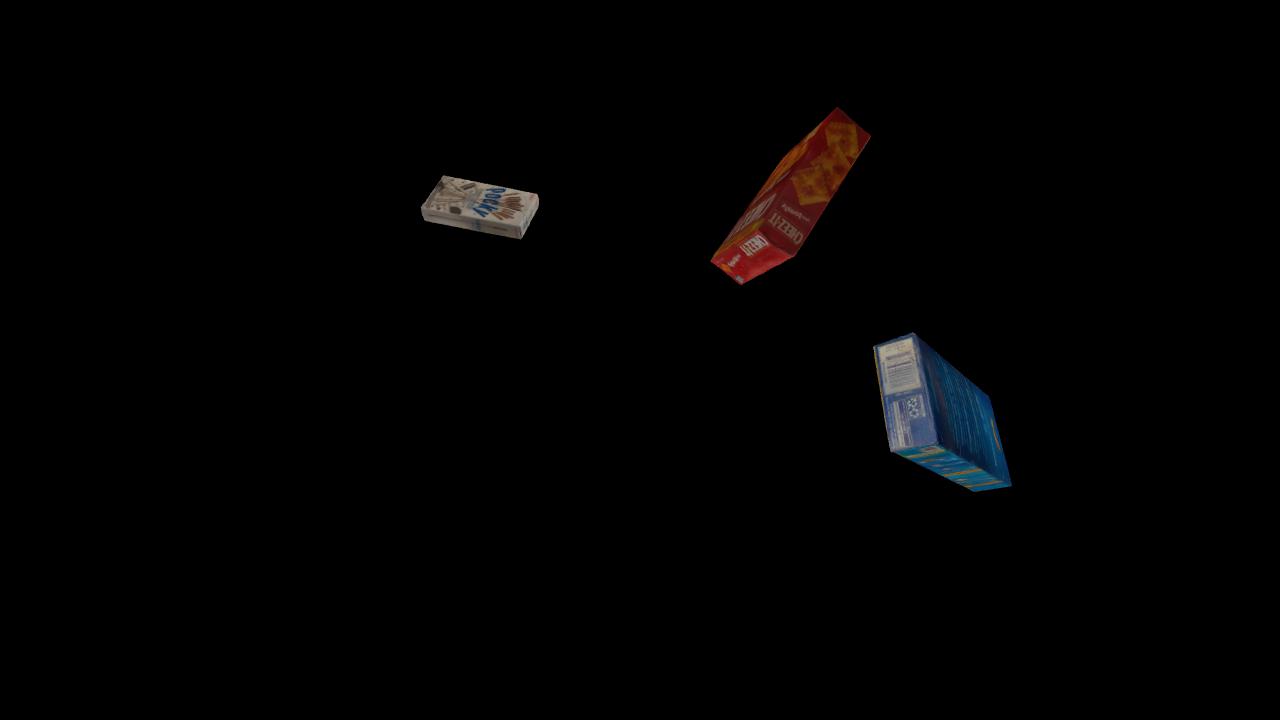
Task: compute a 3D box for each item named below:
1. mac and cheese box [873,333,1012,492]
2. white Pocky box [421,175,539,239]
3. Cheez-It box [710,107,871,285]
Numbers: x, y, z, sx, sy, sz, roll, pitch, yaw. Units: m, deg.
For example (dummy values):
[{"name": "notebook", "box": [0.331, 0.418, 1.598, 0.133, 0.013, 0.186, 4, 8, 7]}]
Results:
[{"name": "mac and cheese box", "box": [0.263, 0.051, 0.528, 0.041, 0.093, 0.184, -23, -34, 38]}, {"name": "white Pocky box", "box": [-0.238, -0.229, 0.921, 0.154, 0.084, 0.028, 12, -38, 5]}, {"name": "Cheez-It box", "box": [0.210, -0.225, 0.878, 0.071, 0.223, 0.166, 36, -14, -8]}]
